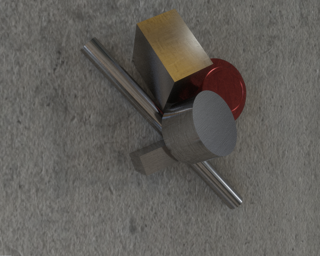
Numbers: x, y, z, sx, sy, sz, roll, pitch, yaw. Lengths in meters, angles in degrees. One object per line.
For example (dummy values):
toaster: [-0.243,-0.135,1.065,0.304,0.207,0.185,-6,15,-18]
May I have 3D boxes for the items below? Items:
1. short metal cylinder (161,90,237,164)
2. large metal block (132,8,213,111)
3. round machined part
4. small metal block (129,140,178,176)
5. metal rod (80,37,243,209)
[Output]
short metal cylinder: [0.049,0.000,0.376,0.080,0.050,0.080,18,62,-38]
large metal block: [0.010,-0.079,0.374,0.050,0.080,0.080,-28,78,-17]
round machined part: [0.080,-0.049,0.431,0.099,0.042,0.097,0,90,-21]
small metal block: [-0.007,0.036,0.396,0.050,0.050,0.025,-23,97,-19]
metal rod: [0.011,0.003,0.416,0.025,0.025,0.300,-47,105,-14]
